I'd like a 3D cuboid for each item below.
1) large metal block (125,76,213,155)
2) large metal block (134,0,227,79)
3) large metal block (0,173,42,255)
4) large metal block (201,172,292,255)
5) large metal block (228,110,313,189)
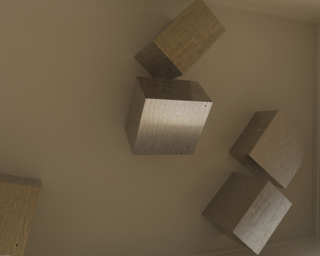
[{"bbox_3d":[0.007,-0.013,0.381,0.081,0.050,0.079,1,126,-20],"label":"large metal block"},{"bbox_3d":[0.022,-0.106,0.390,0.050,0.080,0.080,47,75,-14],"label":"large metal block"},{"bbox_3d":[-0.179,0.092,0.331,0.081,0.050,0.080,15,85,-20],"label":"large metal block"},{"bbox_3d":[0.116,0.112,0.426,0.050,0.080,0.080,44,76,-15],"label":"large metal block"},{"bbox_3d":[0.164,0.031,0.460,0.080,0.050,0.080,41,77,-16],"label":"large metal block"}]
